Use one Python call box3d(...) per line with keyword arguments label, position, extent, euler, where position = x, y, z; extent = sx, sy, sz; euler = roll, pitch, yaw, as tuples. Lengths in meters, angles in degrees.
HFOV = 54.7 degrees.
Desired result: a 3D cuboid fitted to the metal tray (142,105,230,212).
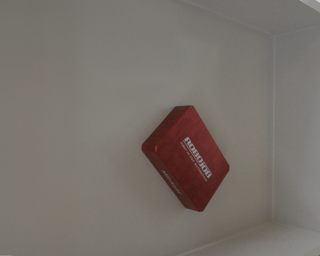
box3d(label="metal tray", position=(0.042, 0.044, 0.441), extent=(0.090, 0.030, 0.130), euler=(-50, 120, -29))
